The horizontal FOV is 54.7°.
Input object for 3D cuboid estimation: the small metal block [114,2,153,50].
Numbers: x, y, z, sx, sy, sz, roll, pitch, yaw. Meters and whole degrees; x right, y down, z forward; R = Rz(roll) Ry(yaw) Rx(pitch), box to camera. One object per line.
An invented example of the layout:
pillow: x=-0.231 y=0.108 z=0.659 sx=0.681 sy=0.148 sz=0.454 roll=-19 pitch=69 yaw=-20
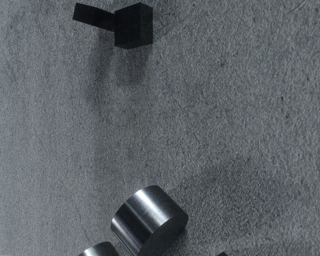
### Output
small metal block: x=-0.037 y=-0.141 z=0.434 sx=0.050 sy=0.025 sz=0.050 roll=0 pitch=90 yaw=39

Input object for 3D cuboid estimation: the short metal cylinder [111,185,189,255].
short metal cylinder: x=-0.012 y=0.117 z=0.377 sx=0.050 sy=0.081 sz=0.079 roll=40 pitch=114 yaw=32

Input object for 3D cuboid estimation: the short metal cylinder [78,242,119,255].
short metal cylinder: x=-0.091 y=0.210 z=0.442 sx=0.050 sy=0.081 sz=0.080 roll=47 pitch=118 yaw=29

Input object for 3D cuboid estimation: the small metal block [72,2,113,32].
small metal block: x=-0.093 y=-0.164 z=0.463 sx=0.050 sy=0.050 sz=0.025 roll=28 pitch=107 yaw=36

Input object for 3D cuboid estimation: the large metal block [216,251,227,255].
large metal block: x=0.067 y=0.198 z=0.332 sx=0.080 sy=0.050 sz=0.079 roll=39 pitch=114 yaw=32
